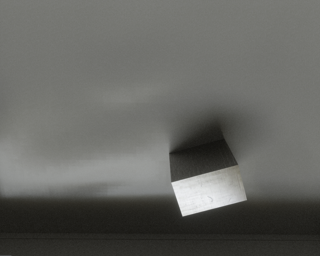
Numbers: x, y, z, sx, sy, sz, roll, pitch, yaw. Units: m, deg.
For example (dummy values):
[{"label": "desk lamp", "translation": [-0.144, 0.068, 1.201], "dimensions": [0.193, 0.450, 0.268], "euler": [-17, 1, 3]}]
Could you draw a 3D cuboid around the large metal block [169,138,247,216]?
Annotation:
[{"label": "large metal block", "translation": [0.059, 0.062, 0.406], "dimensions": [0.080, 0.080, 0.050], "euler": [-16, 110, 5]}]
